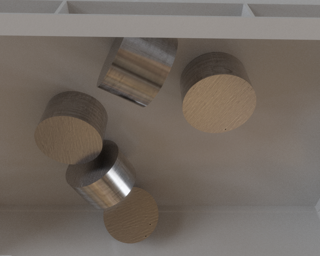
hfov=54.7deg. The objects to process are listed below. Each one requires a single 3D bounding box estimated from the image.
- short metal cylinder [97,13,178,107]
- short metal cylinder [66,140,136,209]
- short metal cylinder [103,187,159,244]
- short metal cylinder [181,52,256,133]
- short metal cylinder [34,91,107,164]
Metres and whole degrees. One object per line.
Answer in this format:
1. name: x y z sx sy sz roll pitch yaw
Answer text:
1. short metal cylinder: -0.024 -0.067 0.315 0.050 0.080 0.080 24 126 -19
2. short metal cylinder: -0.080 0.063 0.425 0.080 0.080 0.050 -19 128 15
3. short metal cylinder: -0.046 0.132 0.476 0.081 0.080 0.050 9 164 -8
4. short metal cylinder: 0.065 -0.040 0.359 0.081 0.050 0.079 0 130 0
5. short metal cylinder: -0.110 0.001 0.392 0.081 0.050 0.079 0 130 0
